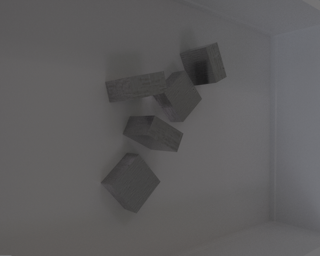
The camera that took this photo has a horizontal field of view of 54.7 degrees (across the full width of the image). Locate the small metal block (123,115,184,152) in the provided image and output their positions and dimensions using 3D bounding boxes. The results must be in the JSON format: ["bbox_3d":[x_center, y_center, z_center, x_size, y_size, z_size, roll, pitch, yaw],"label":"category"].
[{"bbox_3d":[-0.009,0.007,0.383,0.050,0.050,0.025,31,71,-36],"label":"small metal block"}]

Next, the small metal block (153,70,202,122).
[{"bbox_3d":[0.025,-0.043,0.427,0.050,0.025,0.050,-50,119,-28],"label":"small metal block"}]

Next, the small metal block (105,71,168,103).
[{"bbox_3d":[-0.028,-0.049,0.366,0.050,0.050,0.025,-18,102,-39],"label":"small metal block"}]

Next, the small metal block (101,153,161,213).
[{"bbox_3d":[-0.035,0.066,0.378,0.050,0.025,0.050,-50,120,-28],"label":"small metal block"}]

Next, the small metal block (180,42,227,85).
[{"bbox_3d":[0.061,-0.090,0.441,0.025,0.050,0.050,-31,110,-36],"label":"small metal block"}]
